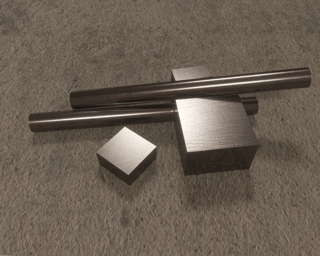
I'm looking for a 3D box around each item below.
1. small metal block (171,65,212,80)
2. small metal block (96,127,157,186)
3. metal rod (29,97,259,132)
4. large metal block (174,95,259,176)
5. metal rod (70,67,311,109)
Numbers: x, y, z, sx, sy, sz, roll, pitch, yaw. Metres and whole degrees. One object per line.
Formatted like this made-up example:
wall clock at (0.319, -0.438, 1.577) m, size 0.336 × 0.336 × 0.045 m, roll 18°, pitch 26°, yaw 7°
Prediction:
small metal block at (0.043, -0.058, 0.436) m, size 0.050 × 0.050 × 0.025 m, roll -10°, pitch 51°, yaw -9°
small metal block at (-0.039, 0.033, 0.375) m, size 0.050 × 0.025 × 0.050 m, roll 31°, pitch 56°, yaw 23°
metal rod at (-0.018, -0.019, 0.418) m, size 0.302 × 0.025 × 0.025 m, roll -5°, pitch 50°, yaw -5°
large metal block at (0.064, 0.008, 0.381) m, size 0.081 × 0.050 × 0.080 m, roll -5°, pitch 50°, yaw -5°
metal rod at (0.032, -0.050, 0.399) m, size 0.302 × 0.025 × 0.025 m, roll -5°, pitch 50°, yaw 7°
